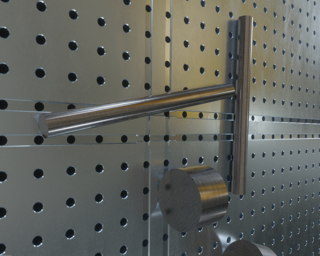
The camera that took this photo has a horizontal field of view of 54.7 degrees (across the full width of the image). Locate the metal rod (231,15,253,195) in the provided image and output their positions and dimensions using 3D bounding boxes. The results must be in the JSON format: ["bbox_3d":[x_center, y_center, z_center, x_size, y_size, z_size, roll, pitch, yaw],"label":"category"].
[{"bbox_3d":[0.139,-0.039,0.524,0.025,0.025,0.298,5,87,-40],"label":"metal rod"}]

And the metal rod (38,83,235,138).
[{"bbox_3d":[-0.003,-0.031,0.406,0.302,0.025,0.025,-15,100,-39],"label":"metal rod"}]

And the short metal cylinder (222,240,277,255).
[{"bbox_3d":[0.145,0.225,0.495,0.050,0.080,0.080,28,72,-37],"label":"short metal cylinder"}]

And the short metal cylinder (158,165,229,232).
[{"bbox_3d":[0.042,0.091,0.409,0.050,0.080,0.080,-1,91,-40],"label":"short metal cylinder"}]
